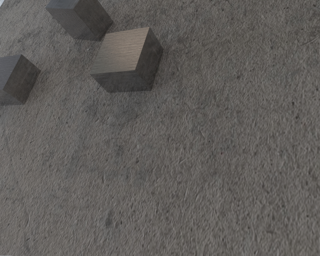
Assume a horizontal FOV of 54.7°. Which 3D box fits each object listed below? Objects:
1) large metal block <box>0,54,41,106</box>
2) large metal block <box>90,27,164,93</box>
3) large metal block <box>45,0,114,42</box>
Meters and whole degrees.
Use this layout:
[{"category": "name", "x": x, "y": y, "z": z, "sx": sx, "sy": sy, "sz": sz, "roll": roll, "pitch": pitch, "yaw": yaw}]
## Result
[{"category": "large metal block", "x": -0.291, "y": -0.091, "z": 0.597, "sx": 0.080, "sy": 0.050, "sz": 0.080, "roll": 0, "pitch": 62, "yaw": 28}, {"category": "large metal block", "x": -0.049, "y": -0.103, "z": 0.477, "sx": 0.080, "sy": 0.050, "sz": 0.080, "roll": 1, "pitch": 62, "yaw": 28}, {"category": "large metal block", "x": -0.149, "y": -0.210, "z": 0.576, "sx": 0.080, "sy": 0.080, "sz": 0.050, "roll": 17, "pitch": 71, "yaw": 34}]
